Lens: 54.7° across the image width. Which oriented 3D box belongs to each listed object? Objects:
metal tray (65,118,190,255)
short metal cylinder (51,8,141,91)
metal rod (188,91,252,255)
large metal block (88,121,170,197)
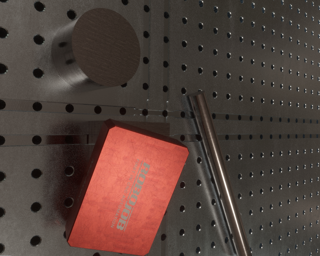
[{"bbox_3d":[-0.035,0.065,0.326,0.091,0.030,0.129,18,97,-23],"label":"metal tray"},{"bbox_3d":[-0.069,-0.082,0.337,0.081,0.050,0.079,0,90,-40],"label":"short metal cylinder"},{"bbox_3d":[0.100,0.086,0.496,0.025,0.025,0.298,-30,109,-36],"label":"metal rod"},{"bbox_3d":[-0.036,0.033,0.365,0.081,0.050,0.079,2,89,-40],"label":"large metal block"}]
